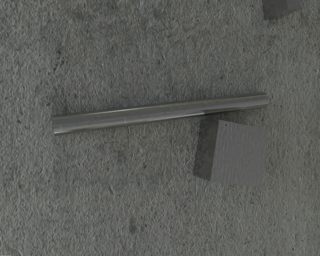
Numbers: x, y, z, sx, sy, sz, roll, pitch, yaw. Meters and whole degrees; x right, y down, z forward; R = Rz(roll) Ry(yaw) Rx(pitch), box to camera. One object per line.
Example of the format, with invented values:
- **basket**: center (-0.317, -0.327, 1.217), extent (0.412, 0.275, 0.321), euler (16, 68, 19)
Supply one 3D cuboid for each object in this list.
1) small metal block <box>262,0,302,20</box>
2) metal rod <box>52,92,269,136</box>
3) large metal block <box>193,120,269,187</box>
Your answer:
- **small metal block**: center (0.180, -0.195, 0.464), extent (0.025, 0.050, 0.050), euler (-9, 93, -20)
- **metal rod**: center (0.015, -0.022, 0.415), extent (0.303, 0.025, 0.025), euler (-8, 93, -20)
- **large metal block**: center (0.099, 0.035, 0.434), extent (0.081, 0.050, 0.080), euler (10, 87, -20)
